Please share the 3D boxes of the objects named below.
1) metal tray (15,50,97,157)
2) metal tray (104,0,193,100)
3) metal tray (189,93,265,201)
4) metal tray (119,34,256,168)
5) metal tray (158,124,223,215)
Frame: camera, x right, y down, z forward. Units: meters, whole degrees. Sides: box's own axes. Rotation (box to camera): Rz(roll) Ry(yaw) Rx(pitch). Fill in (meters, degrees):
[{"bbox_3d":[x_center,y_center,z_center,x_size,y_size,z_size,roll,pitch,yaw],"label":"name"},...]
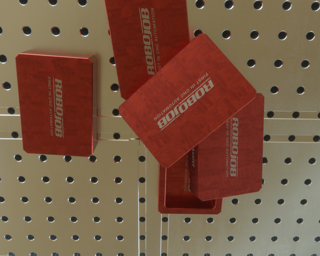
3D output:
[{"bbox_3d":[-0.129,-0.029,0.398,0.091,0.030,0.129,4,110,-2],"label":"metal tray"},{"bbox_3d":[-0.011,-0.104,0.372,0.091,0.030,0.129,-7,110,2],"label":"metal tray"},{"bbox_3d":[0.084,0.021,0.395,0.091,0.030,0.129,-5,101,-17],"label":"metal tray"},{"bbox_3d":[0.029,-0.029,0.350,0.130,0.030,0.090,-41,83,13],"label":"metal tray"},{"bbox_3d":[0.044,0.058,0.432,0.091,0.030,0.129,1,110,-1],"label":"metal tray"}]
